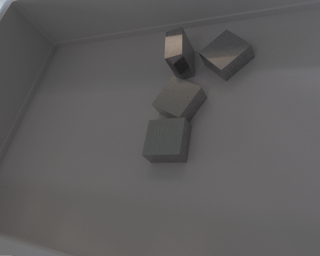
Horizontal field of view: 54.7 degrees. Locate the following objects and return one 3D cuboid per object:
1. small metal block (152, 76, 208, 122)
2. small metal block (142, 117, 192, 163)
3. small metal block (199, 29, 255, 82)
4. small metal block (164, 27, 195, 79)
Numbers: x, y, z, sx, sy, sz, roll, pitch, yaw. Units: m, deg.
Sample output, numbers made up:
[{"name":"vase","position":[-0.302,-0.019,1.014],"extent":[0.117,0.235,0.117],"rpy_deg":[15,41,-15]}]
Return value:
[{"name":"small metal block","position":[0.026,-0.036,0.414],"extent":[0.050,0.025,0.050],"rpy_deg":[29,77,37]},{"name":"small metal block","position":[0.010,0.016,0.391],"extent":[0.050,0.025,0.050],"rpy_deg":[-4,60,26]},{"name":"small metal block","position":[0.090,-0.099,0.419],"extent":[0.050,0.025,0.050],"rpy_deg":[-40,51,1]},{"name":"small metal block","position":[0.029,-0.104,0.438],"extent":[0.025,0.050,0.050],"rpy_deg":[-11,57,22]}]
